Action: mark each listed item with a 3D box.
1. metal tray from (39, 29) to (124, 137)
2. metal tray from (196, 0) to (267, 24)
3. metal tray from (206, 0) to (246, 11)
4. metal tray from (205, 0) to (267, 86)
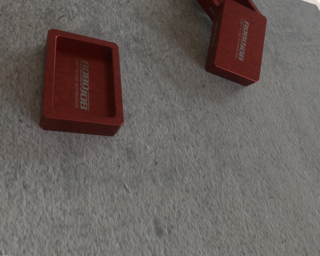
[{"bbox_3d":[-0.096,-0.057,0.384,0.091,0.030,0.130,7,59,-25],"label":"metal tray"},{"bbox_3d":[0.135,-0.228,0.591,0.090,0.030,0.130,-41,95,-29],"label":"metal tray"},{"bbox_3d":[0.111,-0.304,0.648,0.131,0.030,0.090,9,58,-24],"label":"metal tray"},{"bbox_3d":[0.134,-0.147,0.538,0.091,0.030,0.130,17,75,-19],"label":"metal tray"}]
